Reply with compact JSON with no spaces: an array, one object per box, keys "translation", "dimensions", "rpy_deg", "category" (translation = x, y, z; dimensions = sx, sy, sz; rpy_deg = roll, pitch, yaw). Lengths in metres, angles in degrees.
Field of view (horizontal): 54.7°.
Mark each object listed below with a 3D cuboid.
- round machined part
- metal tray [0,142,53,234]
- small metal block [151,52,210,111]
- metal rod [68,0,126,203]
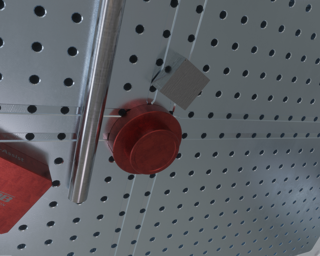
[{"translation":[-0.014,0.022,0.406],"dimensions":[0.099,0.042,0.097],"rpy_deg":[-14,125,-21],"category":"round machined part"},{"translation":[-0.198,0.057,0.335],"dimensions":[0.090,0.030,0.130],"rpy_deg":[-47,129,4],"category":"metal tray"},{"translation":[0.026,-0.058,0.390],"dimensions":[0.050,0.025,0.050],"rpy_deg":[33,100,-39],"category":"small metal block"},{"translation":[-0.071,-0.040,0.347],"dimensions":[0.025,0.025,0.298],"rpy_deg":[1,118,-29],"category":"metal rod"}]
